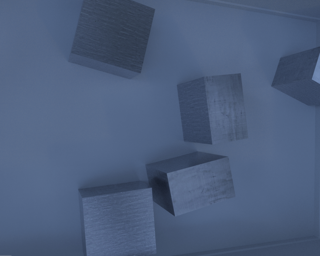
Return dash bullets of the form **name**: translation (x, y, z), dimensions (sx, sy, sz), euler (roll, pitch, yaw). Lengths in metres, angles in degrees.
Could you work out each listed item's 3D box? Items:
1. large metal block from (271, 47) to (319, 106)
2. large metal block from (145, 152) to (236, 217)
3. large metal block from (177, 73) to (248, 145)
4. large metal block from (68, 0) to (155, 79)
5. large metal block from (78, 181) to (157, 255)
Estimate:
- **large metal block**: translation (0.233, -0.074, 0.467), dimensions (0.080, 0.080, 0.050), euler (22, 83, -19)
- **large metal block**: translation (0.036, 0.066, 0.394), dimensions (0.081, 0.080, 0.050), euler (-12, 95, -20)
- **large metal block**: translation (0.066, -0.024, 0.405), dimensions (0.050, 0.080, 0.080), euler (-8, 93, -20)
- **large metal block**: translation (-0.059, -0.112, 0.375), dimensions (0.081, 0.050, 0.080), euler (14, 86, -20)
- **large metal block**: translation (-0.053, 0.113, 0.378), dimensions (0.081, 0.050, 0.079), euler (-5, 92, -20)
